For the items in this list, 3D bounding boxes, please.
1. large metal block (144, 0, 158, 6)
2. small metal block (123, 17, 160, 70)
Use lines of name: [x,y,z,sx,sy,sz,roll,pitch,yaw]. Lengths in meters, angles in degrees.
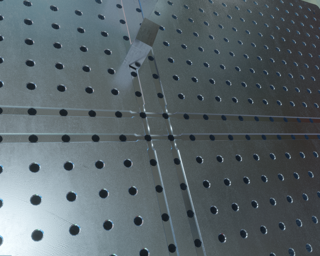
large metal block: [-0.025,-0.270,0.524,0.080,0.080,0.050,21,54,-16]
small metal block: [-0.027,-0.123,0.452,0.025,0.050,0.050,25,53,-13]
